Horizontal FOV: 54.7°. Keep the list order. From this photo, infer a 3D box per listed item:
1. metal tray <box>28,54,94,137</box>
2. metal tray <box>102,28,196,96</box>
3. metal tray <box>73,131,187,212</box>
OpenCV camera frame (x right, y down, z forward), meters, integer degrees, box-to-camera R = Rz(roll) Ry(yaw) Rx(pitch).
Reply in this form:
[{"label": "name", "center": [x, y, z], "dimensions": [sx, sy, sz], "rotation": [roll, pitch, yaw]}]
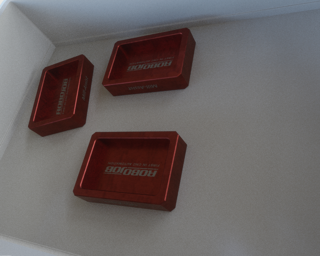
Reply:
[{"label": "metal tray", "center": [-0.163, -0.056, 0.519], "dimensions": [0.090, 0.030, 0.130], "rotation": [-13, 56, 20]}, {"label": "metal tray", "center": [-0.017, -0.098, 0.470], "dimensions": [0.130, 0.030, 0.090], "rotation": [-3, 60, 26]}, {"label": "metal tray", "center": [-0.038, 0.051, 0.389], "dimensions": [0.130, 0.030, 0.090], "rotation": [-1, 61, 27]}]
